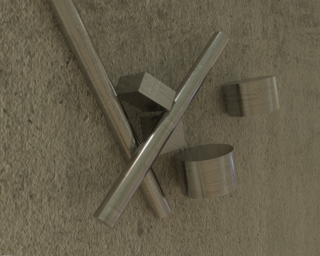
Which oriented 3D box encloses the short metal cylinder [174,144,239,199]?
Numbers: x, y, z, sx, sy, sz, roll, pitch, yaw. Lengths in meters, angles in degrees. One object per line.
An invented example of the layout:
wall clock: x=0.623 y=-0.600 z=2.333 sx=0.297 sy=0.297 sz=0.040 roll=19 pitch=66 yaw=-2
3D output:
short metal cylinder: x=0.063 y=0.056 z=0.422 sx=0.081 sy=0.080 sz=0.050 roll=-18 pitch=102 yaw=-39

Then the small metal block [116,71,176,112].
small metal block: x=-0.018 y=-0.042 z=0.373 sx=0.050 sy=0.050 sz=0.025 roll=29 pitch=72 yaw=-36

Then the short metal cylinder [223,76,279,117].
short metal cylinder: x=0.143 y=-0.051 z=0.489 sx=0.081 sy=0.080 sz=0.050 roll=-19 pitch=102 yaw=-38

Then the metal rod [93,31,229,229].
metal rod: x=0.015 y=-0.016 z=0.384 sx=0.025 sy=0.025 sz=0.301 roll=49 pitch=60 yaw=-29

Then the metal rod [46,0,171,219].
metal rod: x=-0.053 y=-0.019 z=0.359 sx=0.025 sy=0.025 sz=0.299 roll=-37 pitch=113 yaw=-34

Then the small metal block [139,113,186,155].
small metal block: x=0.004 y=0.005 z=0.408 sx=0.050 sy=0.025 sz=0.050 roll=-15 pitch=100 yaw=-39
